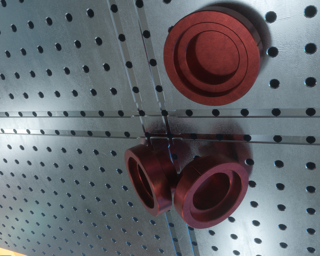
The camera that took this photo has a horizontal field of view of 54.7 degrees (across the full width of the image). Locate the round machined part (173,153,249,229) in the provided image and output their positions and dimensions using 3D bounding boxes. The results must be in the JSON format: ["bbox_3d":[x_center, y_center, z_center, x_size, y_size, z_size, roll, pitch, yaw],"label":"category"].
[{"bbox_3d":[0.060,0.074,0.391,0.042,0.099,0.097,42,143,52],"label":"round machined part"}]

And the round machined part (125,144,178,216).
[{"bbox_3d":[-0.008,0.067,0.425,0.098,0.042,0.097,49,151,40],"label":"round machined part"}]

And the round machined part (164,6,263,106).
[{"bbox_3d":[0.057,-0.076,0.323,0.098,0.042,0.097,13,124,20],"label":"round machined part"}]
